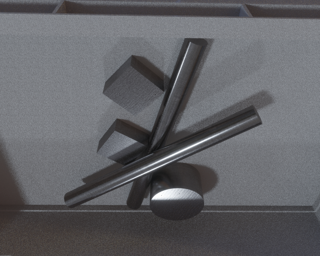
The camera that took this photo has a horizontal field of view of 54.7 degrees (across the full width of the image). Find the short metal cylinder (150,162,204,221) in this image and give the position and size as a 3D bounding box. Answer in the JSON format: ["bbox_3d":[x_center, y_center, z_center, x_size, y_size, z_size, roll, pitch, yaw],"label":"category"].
[{"bbox_3d":[0.025,0.098,0.477,0.081,0.050,0.079,0,130,0],"label":"short metal cylinder"}]

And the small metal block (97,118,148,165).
[{"bbox_3d":[-0.051,0.021,0.427,0.050,0.025,0.050,28,125,-22],"label":"small metal block"}]

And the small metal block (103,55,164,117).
[{"bbox_3d":[-0.031,-0.049,0.367,0.050,0.025,0.050,36,121,-27],"label":"small metal block"}]

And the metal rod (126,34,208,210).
[{"bbox_3d":[-0.002,0.015,0.422,0.025,0.025,0.298,12,129,-11],"label":"metal rod"}]

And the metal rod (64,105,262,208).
[{"bbox_3d":[-0.011,0.047,0.414,0.300,0.025,0.025,-27,126,22],"label":"metal rod"}]
